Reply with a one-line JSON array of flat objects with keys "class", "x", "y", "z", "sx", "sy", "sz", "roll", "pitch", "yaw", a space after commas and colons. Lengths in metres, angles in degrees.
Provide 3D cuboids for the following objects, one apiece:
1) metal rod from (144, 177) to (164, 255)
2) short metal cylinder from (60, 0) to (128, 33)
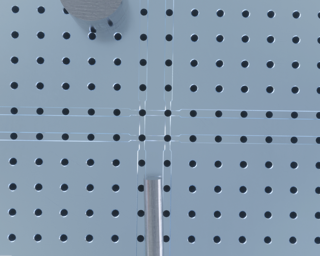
[{"class": "metal rod", "x": -0.006, "y": 0.216, "z": 0.413, "sx": 0.025, "sy": 0.025, "sz": 0.298, "roll": -1, "pitch": 90, "yaw": -1}, {"class": "short metal cylinder", "x": -0.083, "y": -0.170, "z": 0.400, "sx": 0.081, "sy": 0.050, "sz": 0.079, "roll": 0, "pitch": 90, "yaw": -1}]
